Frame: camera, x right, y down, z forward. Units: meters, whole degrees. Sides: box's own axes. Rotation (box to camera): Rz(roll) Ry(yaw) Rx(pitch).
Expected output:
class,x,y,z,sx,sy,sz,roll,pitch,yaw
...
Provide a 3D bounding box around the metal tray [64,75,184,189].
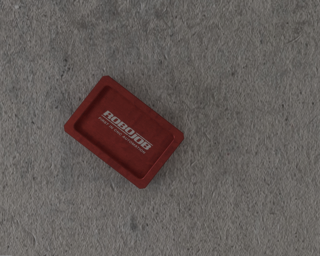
class,x,y,z,sx,sy,sz,roll,pitch,yaw
metal tray,-0.045,0.005,0.407,0.130,0.030,0.090,38,90,0
